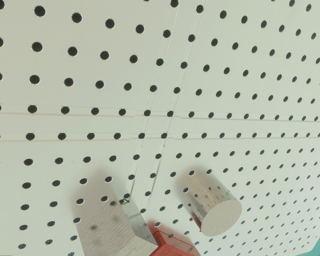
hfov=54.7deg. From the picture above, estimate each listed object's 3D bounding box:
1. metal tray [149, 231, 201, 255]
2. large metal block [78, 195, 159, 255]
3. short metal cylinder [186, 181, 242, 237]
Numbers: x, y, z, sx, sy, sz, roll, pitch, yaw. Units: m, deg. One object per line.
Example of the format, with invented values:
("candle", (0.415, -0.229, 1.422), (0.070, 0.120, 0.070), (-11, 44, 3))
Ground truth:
("metal tray", (0.010, 0.247, 0.566), (0.090, 0.030, 0.130), (-47, 129, 4))
("large metal block", (-0.062, 0.158, 0.440), (0.080, 0.080, 0.050), (-45, 129, 3))
("short metal cylinder", (0.092, 0.138, 0.531), (0.081, 0.050, 0.079), (-14, 124, -21))
